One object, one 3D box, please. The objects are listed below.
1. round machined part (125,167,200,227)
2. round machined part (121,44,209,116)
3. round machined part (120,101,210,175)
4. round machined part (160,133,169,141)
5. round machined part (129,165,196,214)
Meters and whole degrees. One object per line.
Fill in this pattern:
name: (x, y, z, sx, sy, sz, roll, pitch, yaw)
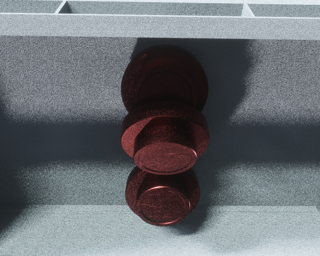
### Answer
round machined part: (0.004, 0.090, 0.405, 0.099, 0.042, 0.097, 0, 119, 0)
round machined part: (0.005, -0.041, 0.347, 0.099, 0.042, 0.097, 0, 114, -1)
round machined part: (0.005, 0.018, 0.344, 0.099, 0.042, 0.097, 0, 143, 0)
round machined part: (0.002, 0.018, 0.411, 0.099, 0.042, 0.097, 0, 129, 0)
round machined part: (0.004, 0.096, 0.460, 0.099, 0.042, 0.098, 0, 145, 0)
